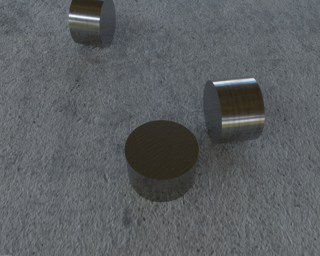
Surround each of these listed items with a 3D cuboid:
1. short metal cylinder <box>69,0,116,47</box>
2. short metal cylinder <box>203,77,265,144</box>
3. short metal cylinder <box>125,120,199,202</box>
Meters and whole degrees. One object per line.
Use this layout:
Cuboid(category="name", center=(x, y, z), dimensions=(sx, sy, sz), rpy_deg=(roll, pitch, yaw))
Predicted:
Cuboid(category="short metal cylinder", center=(-0.111, -0.179, 0.517), dimensions=(0.050, 0.080, 0.080), rpy_deg=(9, 51, 7))
Cuboid(category="short metal cylinder", center=(0.089, -0.022, 0.387), dimensions=(0.050, 0.080, 0.080), rpy_deg=(-7, 50, -6))
Cuboid(category="short metal cylinder", center=(0.002, 0.037, 0.356), dimensions=(0.080, 0.050, 0.080), rpy_deg=(0, 50, 0))
